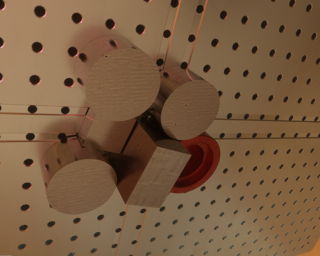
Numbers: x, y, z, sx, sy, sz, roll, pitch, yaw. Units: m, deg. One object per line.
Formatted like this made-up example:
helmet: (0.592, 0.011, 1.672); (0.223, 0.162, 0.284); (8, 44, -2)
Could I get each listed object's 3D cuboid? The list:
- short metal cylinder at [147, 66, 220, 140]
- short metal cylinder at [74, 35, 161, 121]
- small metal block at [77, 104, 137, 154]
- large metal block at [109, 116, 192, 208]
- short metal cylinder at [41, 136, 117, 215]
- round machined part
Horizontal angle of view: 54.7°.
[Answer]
short metal cylinder: (0.027, -0.032, 0.390); (0.081, 0.050, 0.079); (-14, 124, -21)
short metal cylinder: (-0.047, -0.054, 0.336); (0.081, 0.050, 0.079); (-14, 124, -21)
small metal block: (-0.064, 0.000, 0.375); (0.050, 0.025, 0.050); (16, 110, -35)
large metal block: (-0.018, 0.040, 0.386); (0.050, 0.080, 0.080); (17, 110, -35)
short metal cylinder: (-0.099, 0.057, 0.376); (0.081, 0.050, 0.079); (-14, 124, -21)
round machined part: (0.034, 0.042, 0.444); (0.099, 0.042, 0.097); (-14, 124, -21)
